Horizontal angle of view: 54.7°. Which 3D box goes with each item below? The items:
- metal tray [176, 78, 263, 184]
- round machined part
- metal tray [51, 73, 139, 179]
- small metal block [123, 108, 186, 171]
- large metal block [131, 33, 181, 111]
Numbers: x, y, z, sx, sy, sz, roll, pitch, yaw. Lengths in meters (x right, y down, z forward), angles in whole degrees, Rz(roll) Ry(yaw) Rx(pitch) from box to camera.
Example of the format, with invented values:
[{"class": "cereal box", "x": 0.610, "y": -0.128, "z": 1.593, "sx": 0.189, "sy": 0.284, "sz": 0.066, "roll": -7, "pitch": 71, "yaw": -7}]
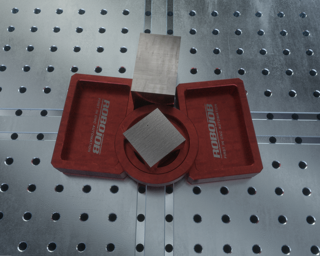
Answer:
[{"class": "metal tray", "x": 0.073, "y": 0.002, "z": 0.405, "sx": 0.091, "sy": 0.030, "sz": 0.130, "roll": -6, "pitch": 70, "yaw": -3}, {"class": "round machined part", "x": -0.004, "y": 0.023, "z": 0.380, "sx": 0.099, "sy": 0.042, "sz": 0.098, "roll": 0, "pitch": 70, "yaw": 0}, {"class": "metal tray", "x": -0.080, "y": -0.004, "z": 0.406, "sx": 0.091, "sy": 0.030, "sz": 0.130, "roll": 6, "pitch": 70, "yaw": 2}, {"class": "small metal block", "x": -0.006, "y": 0.014, "z": 0.358, "sx": 0.050, "sy": 0.025, "sz": 0.050, "roll": -38, "pitch": 74, "yaw": -13}, {"class": "large metal block", "x": -0.004, "y": -0.063, "z": 0.402, "sx": 0.050, "sy": 0.080, "sz": 0.080, "roll": 6, "pitch": 70, "yaw": 2}]
